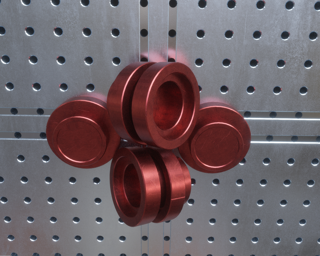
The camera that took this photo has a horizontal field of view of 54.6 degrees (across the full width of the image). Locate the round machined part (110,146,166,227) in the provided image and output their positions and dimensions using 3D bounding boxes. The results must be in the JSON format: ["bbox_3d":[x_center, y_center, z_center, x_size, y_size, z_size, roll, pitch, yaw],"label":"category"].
[{"bbox_3d":[-0.025,0.072,0.396,0.042,0.098,0.097,-3,114,-33],"label":"round machined part"}]

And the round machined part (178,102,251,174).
[{"bbox_3d":[0.072,0.018,0.411,0.099,0.042,0.097,0,110,0],"label":"round machined part"}]

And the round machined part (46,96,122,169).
[{"bbox_3d":[-0.101,0.011,0.407,0.099,0.042,0.097,0,110,0],"label":"round machined part"}]

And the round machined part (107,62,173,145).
[{"bbox_3d":[-0.025,-0.031,0.375,0.042,0.099,0.097,11,116,39],"label":"round machined part"}]

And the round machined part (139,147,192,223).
[{"bbox_3d":[0.005,0.072,0.411,0.042,0.098,0.097,-3,114,-33],"label":"round machined part"}]

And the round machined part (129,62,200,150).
[{"bbox_3d":[0.002,-0.027,0.357,0.042,0.099,0.097,11,116,39],"label":"round machined part"}]
